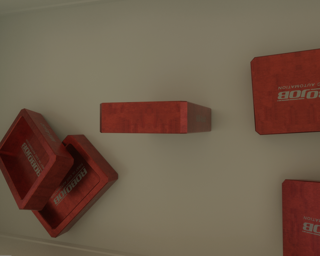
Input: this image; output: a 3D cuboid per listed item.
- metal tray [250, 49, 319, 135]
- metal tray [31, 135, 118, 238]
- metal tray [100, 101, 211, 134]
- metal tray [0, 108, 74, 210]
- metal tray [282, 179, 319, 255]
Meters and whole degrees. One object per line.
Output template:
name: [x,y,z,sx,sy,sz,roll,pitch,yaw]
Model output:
metal tray: [0.173,-0.041,0.347,0.130,0.030,0.089,-4,89,19]
metal tray: [-0.135,0.084,0.453,0.090,0.030,0.130,47,104,13]
metal tray: [0.003,-0.010,0.353,0.090,0.130,0.030,0,90,20]
metal tray: [-0.184,0.042,0.443,0.130,0.030,0.090,42,100,37]
metal tray: [0.181,0.098,0.297,0.130,0.030,0.089,-10,77,60]
